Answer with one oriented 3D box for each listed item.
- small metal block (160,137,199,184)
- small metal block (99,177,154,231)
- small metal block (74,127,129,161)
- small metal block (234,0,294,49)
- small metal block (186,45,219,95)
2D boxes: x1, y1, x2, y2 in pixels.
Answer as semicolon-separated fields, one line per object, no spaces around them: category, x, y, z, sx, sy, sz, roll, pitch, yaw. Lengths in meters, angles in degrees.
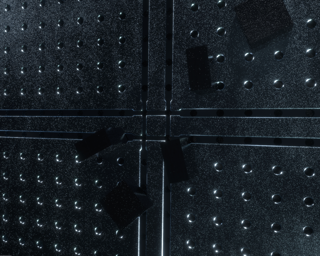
small metal block;0.025;0.039;0.390;0.025;0.050;0.050;-14;85;19
small metal block;-0.046;0.104;0.428;0.050;0.025;0.050;-43;77;14
small metal block;-0.079;0.022;0.426;0.050;0.050;0.025;-28;81;17
small metal block;0.123;-0.131;0.369;0.050;0.025;0.050;-24;82;18
small metal block;0.053;-0.069;0.380;0.025;0.050;0.050;-7;88;20
